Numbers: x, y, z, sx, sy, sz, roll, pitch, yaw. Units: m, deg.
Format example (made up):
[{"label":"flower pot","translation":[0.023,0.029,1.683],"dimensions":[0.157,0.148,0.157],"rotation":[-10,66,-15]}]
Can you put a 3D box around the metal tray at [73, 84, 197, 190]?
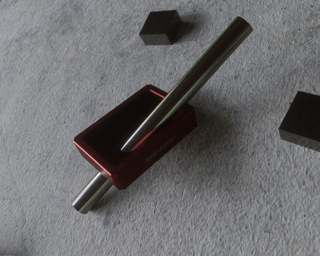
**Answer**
[{"label":"metal tray","translation":[-0.029,0.005,0.387],"dimensions":[0.131,0.030,0.090],"rotation":[-39,49,-22]}]

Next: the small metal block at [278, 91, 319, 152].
[{"label":"small metal block","translation":[0.160,-0.006,0.323],"dimensions":[0.050,0.025,0.050],"rotation":[22,73,35]}]

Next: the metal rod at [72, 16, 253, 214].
[{"label":"metal rod","translation":[-0.002,-0.010,0.375],"dimensions":[0.299,0.025,0.025],"rotation":[-48,51,7]}]

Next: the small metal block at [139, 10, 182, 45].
[{"label":"small metal block","translation":[0.001,-0.162,0.501],"dimensions":[0.050,0.025,0.050],"rotation":[9,66,31]}]
